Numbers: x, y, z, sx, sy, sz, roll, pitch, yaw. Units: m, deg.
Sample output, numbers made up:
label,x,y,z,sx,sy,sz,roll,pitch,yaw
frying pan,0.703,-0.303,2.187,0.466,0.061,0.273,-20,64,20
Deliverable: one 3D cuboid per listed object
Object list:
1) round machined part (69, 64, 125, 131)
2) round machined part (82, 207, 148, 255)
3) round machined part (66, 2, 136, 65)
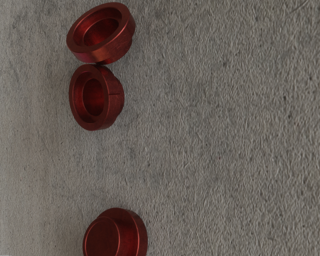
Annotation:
label,x,y,z,sx,sy,sz,roll,pitch,yaw
round machined part,-0.091,-0.046,0.464,0.098,0.042,0.097,8,102,41
round machined part,-0.069,0.160,0.431,0.098,0.042,0.098,-15,62,31
round machined part,-0.079,-0.128,0.440,0.098,0.042,0.098,-12,55,17
